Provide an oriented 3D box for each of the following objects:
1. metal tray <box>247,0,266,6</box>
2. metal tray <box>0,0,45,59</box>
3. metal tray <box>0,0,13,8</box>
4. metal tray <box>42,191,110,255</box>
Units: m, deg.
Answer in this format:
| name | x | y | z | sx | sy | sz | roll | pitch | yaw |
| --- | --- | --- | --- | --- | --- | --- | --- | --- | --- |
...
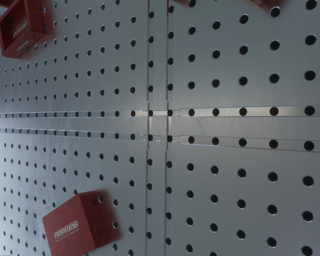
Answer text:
| name | x | y | z | sx | sy | sz | roll | pitch | yaw |
| --- | --- | --- | --- | --- | --- | --- | --- | --- | --- |
| metal tray | 0.074 | -0.200 | 0.321 | 0.130 | 0.030 | 0.090 | 38 | 115 | 16 |
| metal tray | -0.294 | -0.213 | 0.651 | 0.130 | 0.030 | 0.090 | -20 | 77 | 38 |
| metal tray | -0.377 | -0.335 | 0.719 | 0.130 | 0.030 | 0.089 | 28 | 108 | 36 |
| metal tray | -0.147 | 0.173 | 0.530 | 0.130 | 0.030 | 0.090 | -35 | 68 | 34 |
